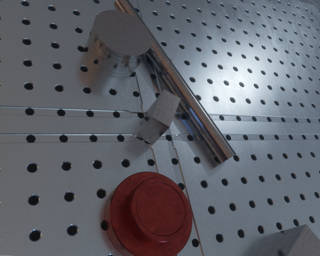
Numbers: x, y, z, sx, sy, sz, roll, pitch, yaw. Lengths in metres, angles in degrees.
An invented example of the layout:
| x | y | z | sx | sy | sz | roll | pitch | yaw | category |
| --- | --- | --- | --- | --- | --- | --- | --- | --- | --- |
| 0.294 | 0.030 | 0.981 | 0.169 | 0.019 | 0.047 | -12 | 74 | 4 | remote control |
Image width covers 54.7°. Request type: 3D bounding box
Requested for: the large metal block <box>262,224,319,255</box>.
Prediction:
| x | y | z | sx | sy | sz | roll | pitch | yaw | category |
| --- | --- | --- | --- | --- | --- | --- | --- | --- | --- |
| 0.171 | 0.180 | 0.377 | 0.081 | 0.050 | 0.080 | -33 | 80 | -38 | large metal block |

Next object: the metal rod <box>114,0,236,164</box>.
| x | y | z | sx | sy | sz | roll | pitch | yaw | category |
| --- | --- | --- | --- | --- | --- | --- | --- | --- | --- |
| 0.017 | -0.079 | 0.467 | 0.025 | 0.025 | 0.299 | -24 | 75 | -37 | metal rod |

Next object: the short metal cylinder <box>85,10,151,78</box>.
| x | y | z | sx | sy | sz | roll | pitch | yaw | category |
| --- | --- | --- | --- | --- | --- | --- | --- | --- | --- |
| -0.059 | -0.117 | 0.433 | 0.081 | 0.050 | 0.080 | 14 | 56 | -21 | short metal cylinder |

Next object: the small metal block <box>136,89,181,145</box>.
| x | y | z | sx | sy | sz | roll | pitch | yaw | category |
| --- | --- | --- | --- | --- | --- | --- | --- | --- | --- |
| -0.002 | -0.014 | 0.401 | 0.025 | 0.050 | 0.050 | 30 | 52 | -10 | small metal block |

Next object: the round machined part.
| x | y | z | sx | sy | sz | roll | pitch | yaw | category |
| --- | --- | --- | --- | --- | --- | --- | --- | --- | --- |
| -0.007 | 0.093 | 0.338 | 0.099 | 0.042 | 0.098 | 14 | 56 | -21 | round machined part |
